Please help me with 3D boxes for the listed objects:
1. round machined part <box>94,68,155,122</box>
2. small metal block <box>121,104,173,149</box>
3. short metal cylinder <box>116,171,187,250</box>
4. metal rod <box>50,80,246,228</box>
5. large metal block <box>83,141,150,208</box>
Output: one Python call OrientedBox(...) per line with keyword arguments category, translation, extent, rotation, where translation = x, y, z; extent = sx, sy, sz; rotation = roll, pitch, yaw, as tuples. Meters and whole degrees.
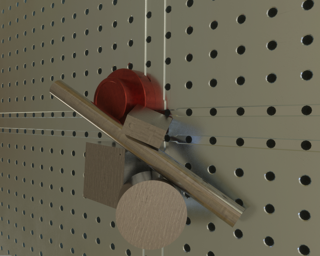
OrientedBox(category="round machined part", translation=(-0.057, -0.037, 0.443), extent=(0.098, 0.042, 0.097), rotation=(0, 90, 39))
OrientedBox(category="small metal block", translation=(-0.015, -0.004, 0.391), extent=(0.050, 0.050, 0.025), rotation=(23, 111, 2))
OrientedBox(category="short metal cylinder", translation=(-0.011, 0.096, 0.373), extent=(0.081, 0.050, 0.079), rotation=(0, 94, -5))
OrientedBox(category="metal rod", translation=(-0.031, 0.020, 0.390), extent=(0.300, 0.025, 0.025), rotation=(34, 111, 21))
OrientedBox(category="large metal block", translation=(-0.061, 0.063, 0.438), extent=(0.080, 0.050, 0.079), rotation=(6, 94, 39))
